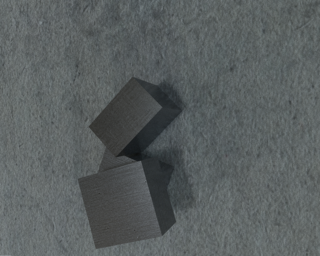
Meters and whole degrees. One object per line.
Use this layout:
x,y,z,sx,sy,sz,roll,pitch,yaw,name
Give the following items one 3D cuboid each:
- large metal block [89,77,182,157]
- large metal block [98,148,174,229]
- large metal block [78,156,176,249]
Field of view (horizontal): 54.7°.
-0.027,-0.012,0.388,0.080,0.080,0.050,-46,76,14,large metal block
-0.037,0.076,0.408,0.080,0.050,0.080,21,97,18,large metal block
-0.037,0.083,0.355,0.080,0.050,0.080,-18,84,18,large metal block
